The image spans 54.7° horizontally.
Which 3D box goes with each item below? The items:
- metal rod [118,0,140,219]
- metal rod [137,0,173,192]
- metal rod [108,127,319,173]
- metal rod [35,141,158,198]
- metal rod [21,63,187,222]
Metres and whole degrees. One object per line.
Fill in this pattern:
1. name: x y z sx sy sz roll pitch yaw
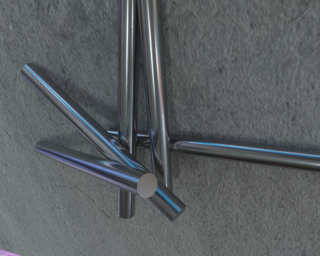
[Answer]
1. metal rod: -0.041 -0.010 0.394 0.025 0.025 0.298 13 116 20
2. metal rod: -0.004 -0.040 0.361 0.025 0.025 0.298 7 115 24
3. metal rod: 0.066 0.025 0.386 0.301 0.025 0.025 6 121 24
4. metal rod: -0.108 0.045 0.419 0.300 0.025 0.025 7 124 50
5. metal rod: -0.085 0.006 0.402 0.300 0.025 0.025 40 131 21
